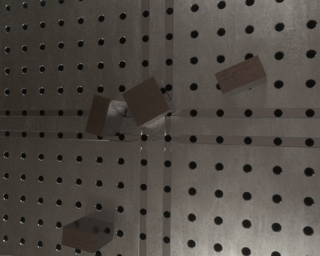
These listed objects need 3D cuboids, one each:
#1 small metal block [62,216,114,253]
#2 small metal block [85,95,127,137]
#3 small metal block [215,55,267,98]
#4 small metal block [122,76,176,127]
[{"bbox_3d":[-0.100,0.148,0.433,0.050,0.050,0.025,6,92,19],"label":"small metal block"},{"bbox_3d":[-0.072,-0.016,0.424,0.025,0.050,0.050,17,96,19],"label":"small metal block"},{"bbox_3d":[0.097,-0.059,0.365,0.050,0.050,0.025,-22,83,18],"label":"small metal block"},{"bbox_3d":[-0.015,-0.035,0.417,0.050,0.025,0.050,-28,81,17],"label":"small metal block"}]
